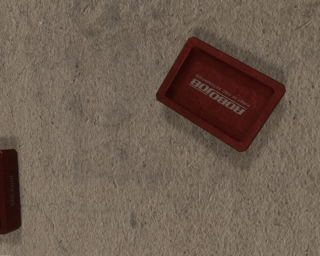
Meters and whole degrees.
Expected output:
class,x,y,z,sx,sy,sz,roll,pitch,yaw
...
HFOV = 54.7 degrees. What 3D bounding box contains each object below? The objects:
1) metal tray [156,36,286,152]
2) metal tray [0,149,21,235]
class,x,y,z,sx,sy,sz,roll,pitch,yaw
metal tray,0.072,-0.042,0.380,0.130,0.030,0.090,34,101,16
metal tray,-0.275,0.101,0.500,0.090,0.030,0.129,-4,89,19
